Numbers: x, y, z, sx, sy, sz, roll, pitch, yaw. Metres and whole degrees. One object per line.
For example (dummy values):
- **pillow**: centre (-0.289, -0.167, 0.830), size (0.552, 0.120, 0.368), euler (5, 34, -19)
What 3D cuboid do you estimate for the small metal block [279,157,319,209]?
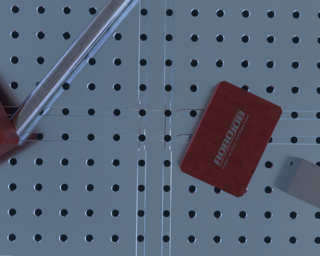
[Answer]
- **small metal block**: centre (0.199, 0.073, 0.416), size (0.050, 0.025, 0.050), euler (25, 90, -1)

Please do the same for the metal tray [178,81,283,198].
- **metal tray**: centre (0.092, 0.014, 0.412), size (0.090, 0.030, 0.129), euler (25, 90, -1)

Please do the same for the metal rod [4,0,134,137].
- **metal rod**: centre (-0.111, -0.099, 0.411), size (0.025, 0.025, 0.300), euler (40, 90, -1)

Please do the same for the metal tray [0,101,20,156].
- **metal tray**: centre (-0.249, -0.013, 0.391), size (0.090, 0.030, 0.130), euler (-32, 79, 3)
